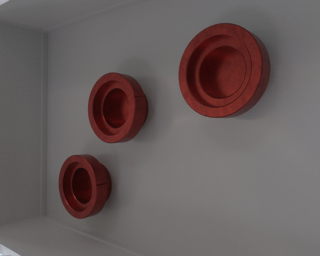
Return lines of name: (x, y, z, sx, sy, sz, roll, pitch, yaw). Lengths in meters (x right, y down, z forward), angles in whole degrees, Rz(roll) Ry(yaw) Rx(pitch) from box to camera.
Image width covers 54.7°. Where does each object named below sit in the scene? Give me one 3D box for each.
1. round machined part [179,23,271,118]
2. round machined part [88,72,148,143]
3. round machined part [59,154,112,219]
round machined part: (0.072, -0.059, 0.337, 0.098, 0.042, 0.097, 0, 90, 40)
round machined part: (-0.055, -0.028, 0.442, 0.098, 0.042, 0.097, 0, 90, 40)
round machined part: (-0.114, 0.090, 0.491, 0.098, 0.042, 0.097, 0, 90, 40)
